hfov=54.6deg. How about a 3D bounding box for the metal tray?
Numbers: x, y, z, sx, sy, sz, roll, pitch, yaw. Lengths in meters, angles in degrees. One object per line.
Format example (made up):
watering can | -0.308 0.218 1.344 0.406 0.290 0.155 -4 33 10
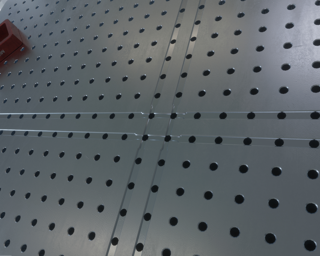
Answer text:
metal tray | -0.390 -0.189 0.728 0.130 0.030 0.090 -37 51 3
